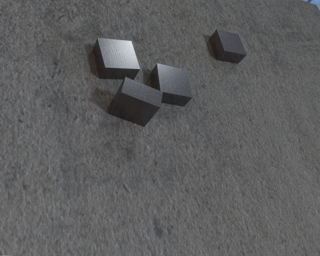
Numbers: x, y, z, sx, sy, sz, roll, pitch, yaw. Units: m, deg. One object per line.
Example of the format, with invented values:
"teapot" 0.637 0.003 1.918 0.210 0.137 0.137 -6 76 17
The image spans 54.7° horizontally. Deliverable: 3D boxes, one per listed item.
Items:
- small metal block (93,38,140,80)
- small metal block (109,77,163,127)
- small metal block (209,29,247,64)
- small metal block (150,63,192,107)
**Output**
"small metal block" -0.061 -0.095 0.430 0.050 0.025 0.050 -4 64 -30
"small metal block" -0.031 -0.031 0.391 0.050 0.050 0.025 20 54 -17
"small metal block" 0.123 -0.148 0.563 0.050 0.025 0.050 2 61 -28
"small metal block" 0.016 -0.062 0.452 0.050 0.025 0.050 8 58 -25
